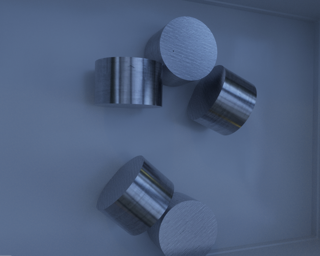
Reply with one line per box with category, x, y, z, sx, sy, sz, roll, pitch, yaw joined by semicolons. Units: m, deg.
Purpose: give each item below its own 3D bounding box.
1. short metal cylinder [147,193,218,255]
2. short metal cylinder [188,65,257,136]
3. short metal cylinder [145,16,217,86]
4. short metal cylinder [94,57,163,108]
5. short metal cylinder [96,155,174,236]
short metal cylinder;0.028;0.130;0.409;0.081;0.050;0.079;0;90;-21
short metal cylinder;0.081;-0.036;0.413;0.050;0.080;0.080;26;81;-19
short metal cylinder;0.027;-0.098;0.406;0.081;0.050;0.079;1;88;-23
short metal cylinder;-0.037;-0.051;0.368;0.081;0.080;0.050;1;90;-20
short metal cylinder;-0.030;0.080;0.371;0.050;0.080;0.080;44;76;-15
